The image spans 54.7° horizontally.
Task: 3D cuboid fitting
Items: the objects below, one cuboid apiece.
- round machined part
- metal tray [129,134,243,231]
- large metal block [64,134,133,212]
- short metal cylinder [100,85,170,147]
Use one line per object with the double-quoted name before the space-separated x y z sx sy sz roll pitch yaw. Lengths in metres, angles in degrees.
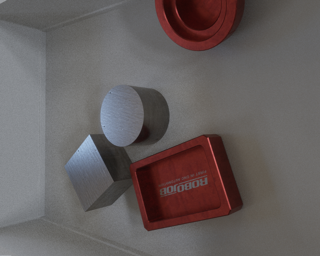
"round machined part" 0.046 -0.138 0.340 0.098 0.042 0.097 21 129 28
"metal tray" 0.025 0.070 0.380 0.130 0.030 0.090 -25 74 37
"large metal block" -0.088 0.065 0.460 0.080 0.050 0.080 -47 62 29
"short metal cylinder" -0.034 -0.016 0.417 0.080 0.050 0.079 0 90 39
